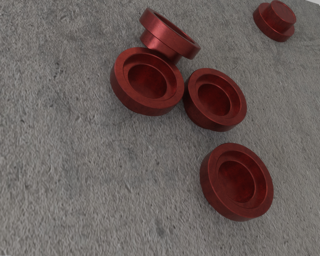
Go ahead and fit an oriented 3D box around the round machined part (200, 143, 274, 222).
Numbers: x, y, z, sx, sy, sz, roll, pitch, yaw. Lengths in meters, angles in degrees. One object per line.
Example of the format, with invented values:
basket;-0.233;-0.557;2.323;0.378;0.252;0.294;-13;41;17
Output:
round machined part;0.093;0.071;0.399;0.099;0.042;0.098;14;56;-21

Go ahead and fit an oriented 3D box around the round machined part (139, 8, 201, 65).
round machined part;0.009;-0.131;0.460;0.098;0.042;0.098;33;21;-14

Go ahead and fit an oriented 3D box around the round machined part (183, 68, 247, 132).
round machined part;0.075;-0.037;0.455;0.099;0.042;0.098;14;56;-21

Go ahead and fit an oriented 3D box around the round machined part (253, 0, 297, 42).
round machined part;0.257;-0.239;0.676;0.099;0.042;0.098;14;56;-21

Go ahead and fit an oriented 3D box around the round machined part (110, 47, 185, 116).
round machined part;-0.020;-0.057;0.417;0.099;0.042;0.098;13;56;-21
